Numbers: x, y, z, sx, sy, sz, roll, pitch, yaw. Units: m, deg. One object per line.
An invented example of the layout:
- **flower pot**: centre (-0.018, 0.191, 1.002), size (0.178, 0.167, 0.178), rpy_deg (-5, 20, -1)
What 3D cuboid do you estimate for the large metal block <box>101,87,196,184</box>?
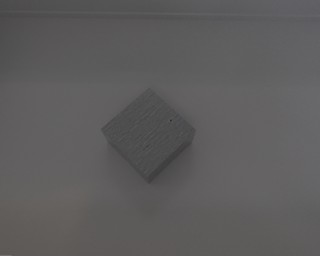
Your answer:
- **large metal block**: centre (-0.014, 0.010, 0.393), size (0.080, 0.050, 0.080), rpy_deg (-43, 76, -14)
